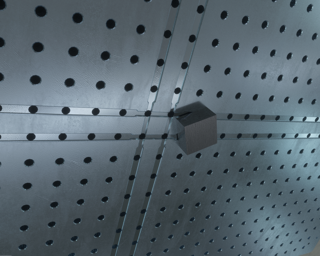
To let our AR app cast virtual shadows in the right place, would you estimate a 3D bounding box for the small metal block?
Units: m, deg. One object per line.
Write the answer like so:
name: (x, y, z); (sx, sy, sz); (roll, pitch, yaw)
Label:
small metal block: (0.053, 0.004, 0.442); (0.050, 0.025, 0.050); (-20, 126, -16)
